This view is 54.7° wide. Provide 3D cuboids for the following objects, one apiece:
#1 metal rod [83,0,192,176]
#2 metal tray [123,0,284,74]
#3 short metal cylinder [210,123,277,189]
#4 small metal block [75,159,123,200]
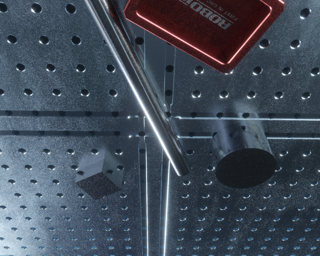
[{"bbox_3d":[-0.019,-0.043,0.374,0.025,0.025,0.299,-17,129,13],"label":"metal rod"},{"bbox_3d":[0.042,-0.121,0.306,0.131,0.030,0.089,24,126,-20],"label":"metal tray"},{"bbox_3d":[0.114,0.039,0.431,0.081,0.050,0.079,0,130,0],"label":"short metal cylinder"},{"bbox_3d":[-0.094,0.081,0.479,0.050,0.025,0.050,-24,127,18],"label":"small metal block"}]
